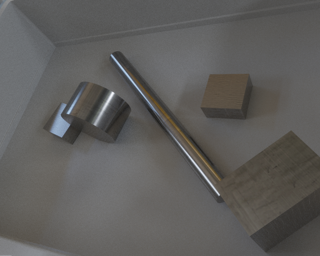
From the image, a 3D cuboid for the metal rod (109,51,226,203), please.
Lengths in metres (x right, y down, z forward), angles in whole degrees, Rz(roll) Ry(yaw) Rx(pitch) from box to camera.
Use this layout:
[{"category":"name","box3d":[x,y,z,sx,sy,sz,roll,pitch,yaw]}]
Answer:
[{"category":"metal rod","box3d":[-0.001,-0.023,0.418,0.025,0.025,0.300,-39,51,2]}]

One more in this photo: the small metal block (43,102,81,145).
[{"category":"small metal block","box3d":[-0.146,-0.008,0.485,0.050,0.025,0.050,19,72,35]}]

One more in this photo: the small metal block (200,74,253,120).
[{"category":"small metal block","box3d":[0.084,-0.040,0.385,0.050,0.025,0.050,5,64,30]}]

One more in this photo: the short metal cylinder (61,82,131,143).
[{"category":"short metal cylinder","box3d":[-0.087,-0.020,0.426,0.080,0.080,0.050,14,69,33]}]

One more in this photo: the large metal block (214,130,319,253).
[{"category":"large metal block","box3d":[0.105,0.060,0.278,0.080,0.080,0.050,-37,51,4]}]
